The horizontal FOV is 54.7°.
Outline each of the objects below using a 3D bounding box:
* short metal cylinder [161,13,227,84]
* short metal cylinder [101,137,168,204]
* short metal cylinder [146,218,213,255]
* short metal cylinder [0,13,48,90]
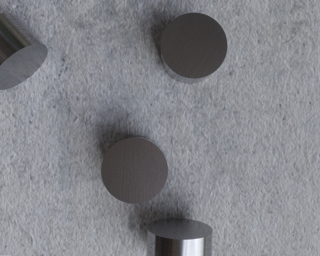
[{"bbox_3d":[0.041,-0.100,0.398,0.081,0.050,0.079,0,90,-1],"label":"short metal cylinder"},{"bbox_3d":[-0.031,0.051,0.397,0.081,0.050,0.079,0,90,-1],"label":"short metal cylinder"},{"bbox_3d":[0.024,0.148,0.383,0.081,0.080,0.050,2,90,-1],"label":"short metal cylinder"},{"bbox_3d":[-0.188,-0.092,0.380,0.080,0.080,0.050,-43,90,0],"label":"short metal cylinder"}]
